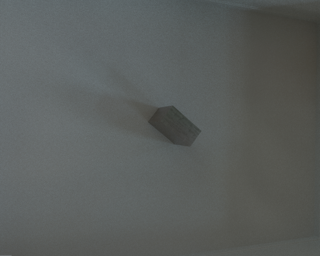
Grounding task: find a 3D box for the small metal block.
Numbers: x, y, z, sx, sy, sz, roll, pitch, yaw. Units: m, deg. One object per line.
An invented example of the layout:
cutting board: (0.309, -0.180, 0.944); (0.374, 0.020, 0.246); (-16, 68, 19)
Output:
small metal block: (0.018, -0.002, 0.404); (0.050, 0.050, 0.025); (40, 77, -16)
